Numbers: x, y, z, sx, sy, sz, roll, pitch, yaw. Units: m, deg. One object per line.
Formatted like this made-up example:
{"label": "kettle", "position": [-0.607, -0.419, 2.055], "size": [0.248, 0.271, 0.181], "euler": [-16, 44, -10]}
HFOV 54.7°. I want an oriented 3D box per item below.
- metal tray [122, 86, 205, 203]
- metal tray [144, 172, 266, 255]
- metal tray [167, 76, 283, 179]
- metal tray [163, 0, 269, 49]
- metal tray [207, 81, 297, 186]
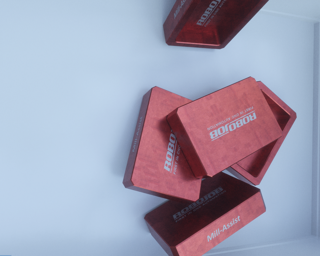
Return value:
{"label": "metal tray", "position": [0.013, 0.022, 0.395], "size": [0.091, 0.030, 0.130], "euler": [20, 67, -19]}
{"label": "metal tray", "position": [0.055, 0.109, 0.396], "size": [0.131, 0.090, 0.030], "euler": [-27, 108, -18]}
{"label": "metal tray", "position": [0.085, -0.003, 0.396], "size": [0.131, 0.030, 0.090], "euler": [-24, 86, -25]}
{"label": "metal tray", "position": [0.068, -0.146, 0.379], "size": [0.091, 0.129, 0.030], "euler": [-2, 72, -21]}
{"label": "metal tray", "position": [0.136, 0.007, 0.459], "size": [0.090, 0.030, 0.130], "euler": [37, 78, -17]}
